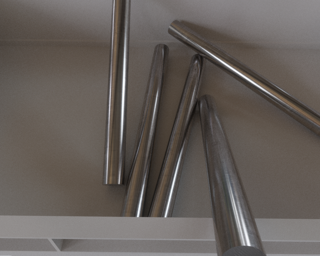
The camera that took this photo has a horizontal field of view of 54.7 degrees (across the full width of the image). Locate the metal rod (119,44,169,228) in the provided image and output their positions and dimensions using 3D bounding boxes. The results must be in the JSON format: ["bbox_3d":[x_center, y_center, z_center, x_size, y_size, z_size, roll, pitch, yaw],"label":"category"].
[{"bbox_3d":[-0.014,-0.015,0.417,0.025,0.025,0.300,5,50,4],"label":"metal rod"}]

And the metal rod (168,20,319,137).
[{"bbox_3d":[0.128,-0.073,0.446,0.300,0.025,0.025,40,61,21],"label":"metal rod"}]

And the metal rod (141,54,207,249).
[{"bbox_3d":[0.028,0.003,0.402,0.025,0.025,0.300,10,51,8],"label":"metal rod"}]

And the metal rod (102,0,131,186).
[{"bbox_3d":[-0.053,-0.078,0.396,0.025,0.025,0.299,0,73,0],"label":"metal rod"}]

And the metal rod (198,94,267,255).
[{"bbox_3d":[0.054,0.017,0.298,0.025,0.025,0.301,4,21,3],"label":"metal rod"}]
